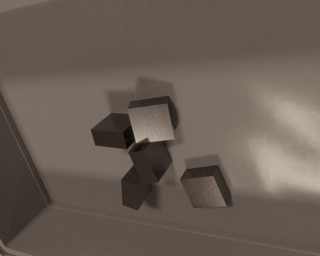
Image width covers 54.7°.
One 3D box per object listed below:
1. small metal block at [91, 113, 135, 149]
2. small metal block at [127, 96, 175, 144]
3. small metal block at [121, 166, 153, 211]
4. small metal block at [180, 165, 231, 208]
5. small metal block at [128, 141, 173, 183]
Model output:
[{"bbox_3d":[-0.057,0.003,0.422,0.050,0.050,0.025,5,121,26],"label":"small metal block"},{"bbox_3d":[-0.010,-0.010,0.397,0.050,0.025,0.050,-7,116,10],"label":"small metal block"},{"bbox_3d":[-0.033,0.084,0.460,0.025,0.050,0.050,14,124,20],"label":"small metal block"},{"bbox_3d":[0.063,0.081,0.425,0.050,0.025,0.050,-13,112,33],"label":"small metal block"},{"bbox_3d":[-0.011,0.040,0.422,0.025,0.050,0.050,-9,114,32],"label":"small metal block"}]
